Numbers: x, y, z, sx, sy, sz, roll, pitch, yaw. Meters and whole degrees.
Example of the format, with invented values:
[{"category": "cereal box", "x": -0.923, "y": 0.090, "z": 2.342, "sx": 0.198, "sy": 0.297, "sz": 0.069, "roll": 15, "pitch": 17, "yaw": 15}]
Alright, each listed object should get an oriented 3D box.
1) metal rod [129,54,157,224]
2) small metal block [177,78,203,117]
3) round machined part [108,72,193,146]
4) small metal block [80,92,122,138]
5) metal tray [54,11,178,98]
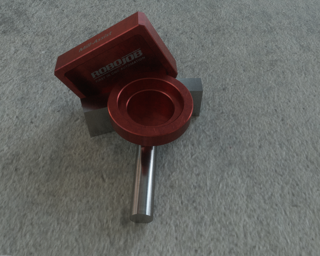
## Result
[{"category": "metal rod", "x": -0.014, "y": -0.019, "z": 0.421, "sx": 0.025, "sy": 0.025, "sz": 0.300, "roll": 2, "pitch": 50, "yaw": 1}, {"category": "small metal block", "x": 0.030, "y": -0.041, "z": 0.423, "sx": 0.050, "sy": 0.050, "sz": 0.025, "roll": -1, "pitch": 50, "yaw": -2}, {"category": "round machined part", "x": -0.011, "y": -0.018, "z": 0.373, "sx": 0.099, "sy": 0.042, "sz": 0.098, "roll": 2, "pitch": 53, "yaw": -2}, {"category": "small metal block", "x": -0.072, "y": -0.018, "z": 0.402, "sx": 0.050, "sy": 0.050, "sz": 0.025, "roll": -15, "pitch": 52, "yaw": -13}, {"category": "metal tray", "x": -0.055, "y": -0.078, "z": 0.397, "sx": 0.130, "sy": 0.090, "sz": 0.030, "roll": -23, "pitch": 46, "yaw": 19}]
